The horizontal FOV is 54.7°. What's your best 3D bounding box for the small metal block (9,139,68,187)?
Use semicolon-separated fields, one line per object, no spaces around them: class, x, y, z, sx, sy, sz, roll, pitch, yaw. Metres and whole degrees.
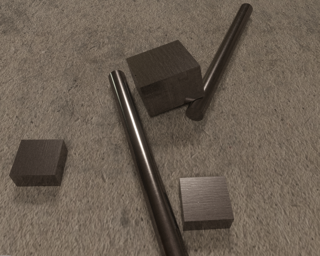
small metal block;-0.142;0.041;0.367;0.050;0.025;0.050;0;50;-1

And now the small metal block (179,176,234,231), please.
small metal block;0.048;0.081;0.336;0.050;0.025;0.050;-2;50;-3

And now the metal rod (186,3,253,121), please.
metal rod;0.107;-0.124;0.508;0.025;0.025;0.301;19;52;14

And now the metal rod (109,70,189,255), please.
metal rod;-0.022;0.032;0.375;0.025;0.025;0.300;-13;51;-11

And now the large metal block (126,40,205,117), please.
large metal block;0.006;-0.071;0.430;0.080;0.050;0.080;-21;43;-5
